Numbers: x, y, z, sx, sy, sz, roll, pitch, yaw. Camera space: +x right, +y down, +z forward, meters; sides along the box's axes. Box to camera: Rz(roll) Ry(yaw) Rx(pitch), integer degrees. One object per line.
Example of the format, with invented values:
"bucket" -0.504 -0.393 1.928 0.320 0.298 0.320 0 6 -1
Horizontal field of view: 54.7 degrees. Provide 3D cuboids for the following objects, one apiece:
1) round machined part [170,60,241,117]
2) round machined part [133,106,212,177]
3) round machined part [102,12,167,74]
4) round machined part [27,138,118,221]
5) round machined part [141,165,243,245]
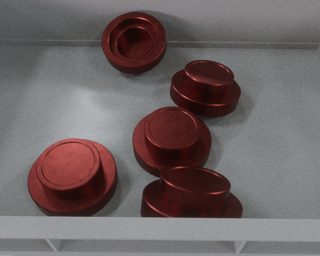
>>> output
"round machined part" 0.065 -0.061 0.434 0.099 0.042 0.098 5 40 -4
"round machined part" 0.015 0.011 0.385 0.099 0.042 0.098 0 50 0
"round machined part" -0.038 -0.128 0.487 0.099 0.042 0.098 -1 73 4
"round machined part" -0.099 0.050 0.350 0.099 0.042 0.098 0 50 0
"round machined part" 0.032 0.068 0.305 0.099 0.042 0.098 7 13 -1
